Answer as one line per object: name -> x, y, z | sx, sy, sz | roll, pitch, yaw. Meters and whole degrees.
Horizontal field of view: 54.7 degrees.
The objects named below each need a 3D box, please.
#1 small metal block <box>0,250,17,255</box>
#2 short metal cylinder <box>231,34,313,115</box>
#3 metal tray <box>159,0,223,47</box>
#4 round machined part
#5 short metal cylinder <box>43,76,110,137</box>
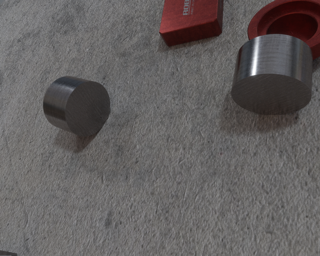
small metal block -> -0.222, 0.177, 0.396 | 0.050, 0.050, 0.025 | -25, 53, 13
short metal cylinder -> 0.122, -0.056, 0.339 | 0.080, 0.080, 0.050 | 0, 62, 28
metal tray -> 0.053, -0.196, 0.493 | 0.090, 0.030, 0.130 | -6, 59, 25
round machined part -> 0.160, -0.112, 0.376 | 0.098, 0.042, 0.098 | -13, 54, 19
short metal cylinder -> -0.120, -0.032, 0.451 | 0.050, 0.080, 0.080 | 17, 71, 34
